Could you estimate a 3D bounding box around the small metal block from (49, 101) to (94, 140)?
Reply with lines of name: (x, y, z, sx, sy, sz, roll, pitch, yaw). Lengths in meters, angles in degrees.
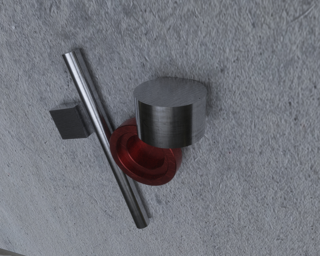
small metal block: (-0.132, -0.011, 0.469, 0.050, 0.025, 0.050, -4, 116, 30)

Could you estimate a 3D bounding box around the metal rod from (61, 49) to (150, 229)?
metal rod: (-0.073, 0.030, 0.463, 0.025, 0.025, 0.298, -5, 116, 30)

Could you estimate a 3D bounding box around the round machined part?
round machined part: (-0.015, 0.027, 0.419, 0.098, 0.042, 0.097, 15, 127, 20)

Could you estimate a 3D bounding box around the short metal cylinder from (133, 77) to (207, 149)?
short metal cylinder: (0.012, -0.020, 0.353, 0.080, 0.080, 0.050, 12, 123, 22)
